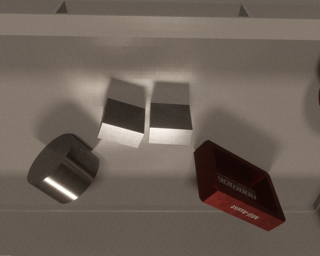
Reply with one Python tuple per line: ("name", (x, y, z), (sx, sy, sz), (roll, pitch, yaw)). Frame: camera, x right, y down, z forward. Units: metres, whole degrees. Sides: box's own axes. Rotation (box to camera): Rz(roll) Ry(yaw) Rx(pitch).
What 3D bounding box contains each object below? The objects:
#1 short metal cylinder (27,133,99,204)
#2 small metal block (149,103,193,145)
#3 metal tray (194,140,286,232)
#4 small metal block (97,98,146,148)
("short metal cylinder", (-0.129, 0.054, 0.417), (0.080, 0.080, 0.050), (-28, 125, 22))
("small metal block", (0.012, -0.006, 0.388), (0.050, 0.050, 0.025), (3, 130, -4))
("metal tray", (0.111, 0.081, 0.437), (0.131, 0.090, 0.030), (28, 125, -22))
("small metal block", (-0.047, -0.007, 0.386), (0.050, 0.050, 0.025), (16, 128, -14))
